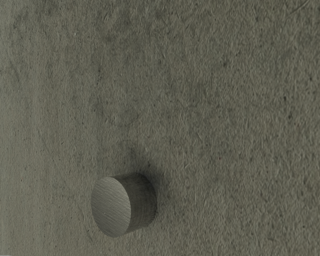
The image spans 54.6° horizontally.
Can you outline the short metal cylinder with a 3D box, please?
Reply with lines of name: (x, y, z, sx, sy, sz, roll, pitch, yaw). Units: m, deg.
short metal cylinder: (-0.051, 0.105, 0.432, 0.080, 0.050, 0.080, 0, 90, 40)
